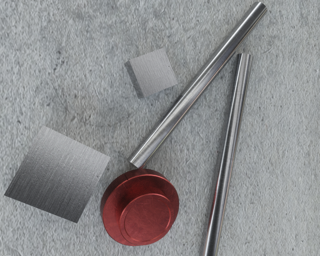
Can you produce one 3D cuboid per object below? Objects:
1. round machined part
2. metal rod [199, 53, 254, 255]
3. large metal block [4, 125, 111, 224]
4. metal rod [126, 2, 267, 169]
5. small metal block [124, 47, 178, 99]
[{"bbox_3d":[-0.021,0.103,0.382,0.099,0.042,0.097,-6,106,-19],"label":"round machined part"},{"bbox_3d":[0.096,0.040,0.445,0.025,0.025,0.298,13,86,-20],"label":"metal rod"},{"bbox_3d":[-0.115,0.050,0.354,0.080,0.050,0.080,29,80,-18],"label":"large metal block"},{"bbox_3d":[0.058,-0.066,0.431,0.025,0.025,0.300,43,76,-16],"label":"metal rod"},{"bbox_3d":[-0.012,-0.071,0.406,0.050,0.025,0.050,-25,99,-19],"label":"small metal block"}]
